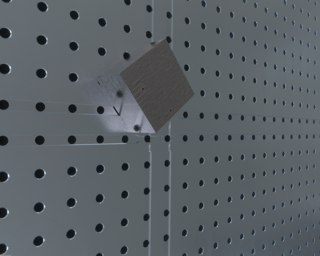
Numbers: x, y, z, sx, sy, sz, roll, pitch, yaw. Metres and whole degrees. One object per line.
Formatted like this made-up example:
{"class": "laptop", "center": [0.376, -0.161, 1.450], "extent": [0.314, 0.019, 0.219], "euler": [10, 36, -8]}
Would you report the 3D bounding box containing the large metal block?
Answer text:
{"class": "large metal block", "center": [-0.015, -0.050, 0.379], "extent": [0.080, 0.050, 0.080], "euler": [-45, 117, -30]}
